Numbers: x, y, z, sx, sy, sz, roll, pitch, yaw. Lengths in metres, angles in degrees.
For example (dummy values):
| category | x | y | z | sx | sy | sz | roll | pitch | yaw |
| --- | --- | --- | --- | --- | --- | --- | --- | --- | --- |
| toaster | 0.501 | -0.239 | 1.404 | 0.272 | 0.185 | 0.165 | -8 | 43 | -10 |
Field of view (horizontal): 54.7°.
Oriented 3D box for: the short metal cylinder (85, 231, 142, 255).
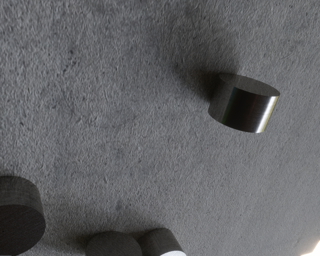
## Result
| category | x | y | z | sx | sy | sz | roll | pitch | yaw |
| --- | --- | --- | --- | --- | --- | --- | --- | --- | --- |
| short metal cylinder | -0.071 | 0.200 | 0.456 | 0.081 | 0.080 | 0.050 | -1 | 119 | -28 |

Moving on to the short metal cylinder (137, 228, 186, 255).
| category | x | y | z | sx | sy | sz | roll | pitch | yaw |
| --- | --- | --- | --- | --- | --- | --- | --- | --- | --- |
| short metal cylinder | -0.002 | 0.218 | 0.524 | 0.081 | 0.050 | 0.079 | -14 | 124 | -21 |

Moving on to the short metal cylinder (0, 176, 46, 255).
| category | x | y | z | sx | sy | sz | roll | pitch | yaw |
| --- | --- | --- | --- | --- | --- | --- | --- | --- | --- |
| short metal cylinder | -0.178 | 0.103 | 0.357 | 0.081 | 0.050 | 0.079 | -14 | 124 | -21 |

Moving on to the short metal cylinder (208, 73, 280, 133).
| category | x | y | z | sx | sy | sz | roll | pitch | yaw |
| --- | --- | --- | --- | --- | --- | --- | --- | --- | --- |
| short metal cylinder | 0.109 | -0.035 | 0.409 | 0.081 | 0.080 | 0.050 | 0 | 118 | -29 |
